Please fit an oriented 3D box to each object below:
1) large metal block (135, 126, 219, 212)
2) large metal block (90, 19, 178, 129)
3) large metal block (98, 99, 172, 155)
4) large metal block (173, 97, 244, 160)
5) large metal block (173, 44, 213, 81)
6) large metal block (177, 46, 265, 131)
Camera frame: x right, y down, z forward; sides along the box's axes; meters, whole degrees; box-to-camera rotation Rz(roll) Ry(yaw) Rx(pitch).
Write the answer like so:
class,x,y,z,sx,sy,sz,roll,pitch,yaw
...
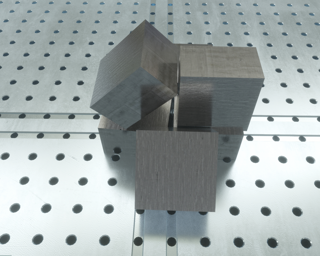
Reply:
class,x,y,z,sx,sy,sz,roll,pitch,yaw
large metal block,0.017,0.041,0.331,0.080,0.050,0.080,2,95,1
large metal block,-0.027,-0.058,0.345,0.080,0.050,0.080,-31,40,33
large metal block,-0.027,-0.011,0.401,0.080,0.050,0.080,5,50,4
large metal block,0.058,-0.008,0.398,0.080,0.050,0.080,2,50,2
large metal block,0.027,-0.081,0.431,0.080,0.080,0.050,2,89,1
large metal block,0.061,-0.042,0.343,0.080,0.080,0.050,1,50,1
